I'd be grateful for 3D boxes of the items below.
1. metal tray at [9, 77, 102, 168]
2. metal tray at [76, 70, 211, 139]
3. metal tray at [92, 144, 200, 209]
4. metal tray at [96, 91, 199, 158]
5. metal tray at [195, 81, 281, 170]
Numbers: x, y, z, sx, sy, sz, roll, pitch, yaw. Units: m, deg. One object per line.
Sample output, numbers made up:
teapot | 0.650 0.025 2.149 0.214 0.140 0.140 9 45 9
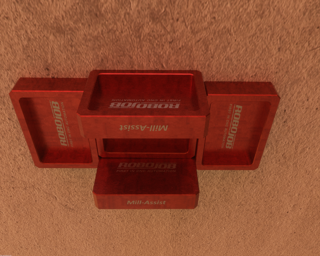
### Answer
metal tray | -0.127 -0.002 0.402 0.091 0.030 0.129 0 130 -1
metal tray | -0.016 -0.029 0.341 0.131 0.090 0.030 0 130 -1
metal tray | -0.017 0.063 0.418 0.131 0.090 0.030 0 130 -1
metal tray | -0.017 -0.003 0.403 0.131 0.030 0.089 0 130 -1
metal tray | 0.094 0.001 0.408 0.091 0.030 0.129 0 130 -1
